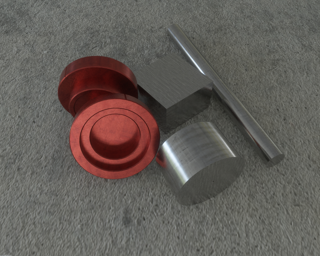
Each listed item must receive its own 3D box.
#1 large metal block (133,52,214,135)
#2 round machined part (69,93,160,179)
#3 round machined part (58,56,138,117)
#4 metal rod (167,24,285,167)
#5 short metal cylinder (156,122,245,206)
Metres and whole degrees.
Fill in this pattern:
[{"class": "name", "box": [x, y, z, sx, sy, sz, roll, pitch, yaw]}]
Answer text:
[{"class": "large metal block", "box": [0.014, -0.050, 0.429, 0.080, 0.050, 0.080, -32, 57, -24]}, {"class": "round machined part", "box": [-0.052, 0.006, 0.358, 0.099, 0.097, 0.042, -9, 23, -7]}, {"class": "round machined part", "box": [-0.077, -0.038, 0.387, 0.099, 0.097, 0.042, -4, 50, -4]}, {"class": "metal rod", "box": [0.081, -0.067, 0.459, 0.025, 0.025, 0.300, -18, 52, -14]}, {"class": "short metal cylinder", "box": [0.043, 0.039, 0.335, 0.081, 0.080, 0.050, -20, 53, -16]}]
